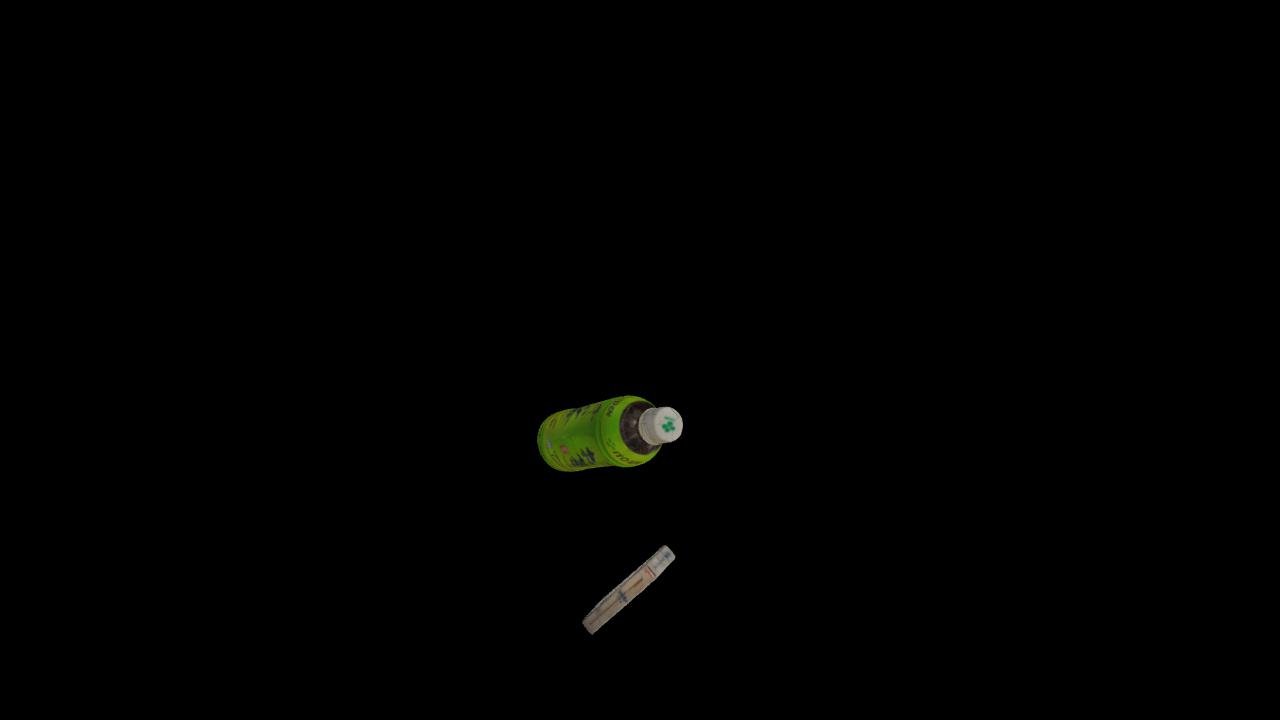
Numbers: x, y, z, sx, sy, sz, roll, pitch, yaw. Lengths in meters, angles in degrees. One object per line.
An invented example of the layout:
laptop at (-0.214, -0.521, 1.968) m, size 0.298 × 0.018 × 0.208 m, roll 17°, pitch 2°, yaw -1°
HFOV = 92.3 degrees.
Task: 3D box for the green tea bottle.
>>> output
green tea bottle at (-0.030, 0.073, 0.613) m, size 0.073 × 0.073 × 0.212 m, roll 0°, pitch -12°, yaw -34°

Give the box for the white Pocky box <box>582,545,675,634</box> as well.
white Pocky box at (-0.017, 0.349, 0.938) m, size 0.154 × 0.028 × 0.084 m, roll -46°, pitch -13°, yaw 19°
